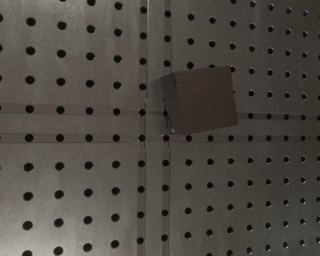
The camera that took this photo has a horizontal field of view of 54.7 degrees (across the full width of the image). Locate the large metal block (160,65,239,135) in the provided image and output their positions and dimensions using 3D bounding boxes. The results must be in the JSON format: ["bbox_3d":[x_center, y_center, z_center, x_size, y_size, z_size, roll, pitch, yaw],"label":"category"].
[{"bbox_3d":[0.053,-0.037,0.420,0.081,0.050,0.079,-10,94,-20],"label":"large metal block"}]
